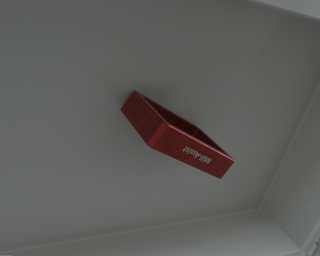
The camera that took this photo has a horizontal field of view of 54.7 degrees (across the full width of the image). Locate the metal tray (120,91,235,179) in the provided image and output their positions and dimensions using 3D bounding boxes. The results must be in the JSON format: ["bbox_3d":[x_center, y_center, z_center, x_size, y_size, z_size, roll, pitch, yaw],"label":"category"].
[{"bbox_3d":[0.023,0.009,0.382,0.131,0.090,0.030,27,103,-38],"label":"metal tray"}]
